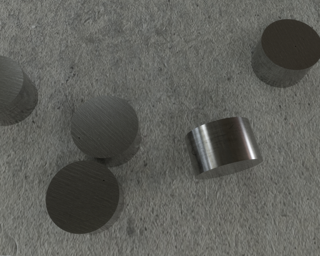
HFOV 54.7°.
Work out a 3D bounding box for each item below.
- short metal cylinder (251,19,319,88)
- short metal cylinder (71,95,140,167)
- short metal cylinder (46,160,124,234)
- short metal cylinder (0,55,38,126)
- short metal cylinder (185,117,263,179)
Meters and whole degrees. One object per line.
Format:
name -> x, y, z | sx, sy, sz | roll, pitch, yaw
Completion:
short metal cylinder -> 0.175, -0.103, 0.434 | 0.081, 0.050, 0.080 | 0, 70, 0
short metal cylinder -> -0.066, 0.005, 0.392 | 0.081, 0.050, 0.080 | 0, 70, 0
short metal cylinder -> -0.085, 0.083, 0.364 | 0.081, 0.050, 0.080 | 0, 70, 0
short metal cylinder -> -0.212, -0.049, 0.411 | 0.081, 0.050, 0.080 | 0, 70, 0
short metal cylinder -> 0.075, 0.026, 0.370 | 0.081, 0.080, 0.050 | -12, 71, -4
